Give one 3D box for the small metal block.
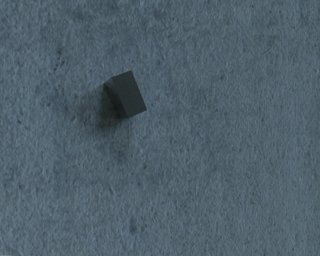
[{"bbox_3d":[-0.043,-0.039,0.380,0.025,0.050,0.050,-24,99,-19],"label":"small metal block"}]
